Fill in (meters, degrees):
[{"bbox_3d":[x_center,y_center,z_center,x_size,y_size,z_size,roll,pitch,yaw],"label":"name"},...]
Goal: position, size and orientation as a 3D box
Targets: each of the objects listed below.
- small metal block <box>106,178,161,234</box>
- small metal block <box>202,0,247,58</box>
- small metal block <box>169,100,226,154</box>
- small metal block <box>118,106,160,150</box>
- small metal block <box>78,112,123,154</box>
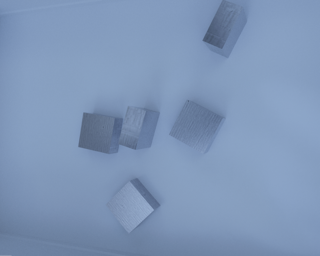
[{"bbox_3d":[-0.037,0.105,0.423,0.050,0.025,0.050,-46,76,14],"label":"small metal block"},{"bbox_3d":[0.078,-0.116,0.369,0.025,0.050,0.050,29,100,17],"label":"small metal block"},{"bbox_3d":[0.048,-0.002,0.394,0.050,0.025,0.050,30,100,17],"label":"small metal block"},{"bbox_3d":[-0.026,0.000,0.406,0.025,0.050,0.050,17,96,19],"label":"small metal block"},{"bbox_3d":[-0.084,0.007,0.440,0.050,0.025,0.050,11,94,19],"label":"small metal block"}]
